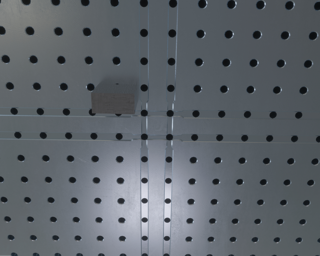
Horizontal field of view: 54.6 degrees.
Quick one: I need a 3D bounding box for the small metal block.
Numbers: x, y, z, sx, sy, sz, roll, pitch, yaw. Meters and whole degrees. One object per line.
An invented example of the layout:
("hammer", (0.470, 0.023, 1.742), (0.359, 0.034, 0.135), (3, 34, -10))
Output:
("small metal block", (-0.055, -0.037, 0.386), (0.050, 0.050, 0.025), (1, 110, -1))
